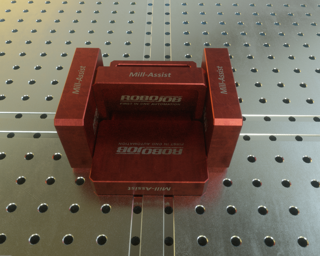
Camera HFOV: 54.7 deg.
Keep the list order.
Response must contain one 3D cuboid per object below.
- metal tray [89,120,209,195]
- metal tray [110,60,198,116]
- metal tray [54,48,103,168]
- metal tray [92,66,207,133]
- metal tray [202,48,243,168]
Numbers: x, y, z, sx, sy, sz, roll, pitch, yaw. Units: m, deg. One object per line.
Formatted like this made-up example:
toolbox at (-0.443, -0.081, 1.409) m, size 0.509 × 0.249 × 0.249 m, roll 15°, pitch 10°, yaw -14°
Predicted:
metal tray at (-0.012, 0.033, 0.374) m, size 0.131 × 0.030 × 0.090 m, roll 1°, pitch 50°, yaw 0°
metal tray at (-0.010, -0.059, 0.454) m, size 0.131 × 0.030 × 0.090 m, roll 1°, pitch 50°, yaw 0°
metal tray at (-0.092, -0.027, 0.386) m, size 0.030 × 0.089 × 0.130 m, roll 1°, pitch 50°, yaw 0°
metal tray at (-0.012, -0.033, 0.391) m, size 0.131 × 0.089 × 0.030 m, roll 1°, pitch 50°, yaw 0°
metal tray at (0.070, -0.027, 0.388) m, size 0.030 × 0.089 × 0.130 m, roll 1°, pitch 50°, yaw 0°
